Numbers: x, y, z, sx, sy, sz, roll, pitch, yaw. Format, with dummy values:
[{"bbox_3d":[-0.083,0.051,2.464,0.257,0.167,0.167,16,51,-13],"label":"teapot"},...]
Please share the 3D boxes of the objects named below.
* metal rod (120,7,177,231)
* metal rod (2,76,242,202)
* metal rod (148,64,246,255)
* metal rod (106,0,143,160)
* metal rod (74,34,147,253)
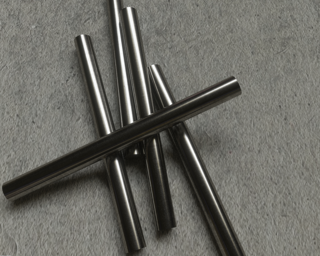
[{"bbox_3d":[-0.019,-0.023,0.404,0.025,0.025,0.299,-10,75,-4],"label":"metal rod"},{"bbox_3d":[-0.045,0.013,0.371,0.301,0.025,0.025,-25,72,1],"label":"metal rod"},{"bbox_3d":[0.044,0.048,0.390,0.025,0.025,0.299,-20,71,-7],"label":"metal rod"},{"bbox_3d":[-0.055,-0.102,0.444,0.025,0.025,0.299,-8,70,-3],"label":"metal rod"},{"bbox_3d":[-0.070,0.006,0.405,0.025,0.025,0.299,-16,71,-6],"label":"metal rod"}]
